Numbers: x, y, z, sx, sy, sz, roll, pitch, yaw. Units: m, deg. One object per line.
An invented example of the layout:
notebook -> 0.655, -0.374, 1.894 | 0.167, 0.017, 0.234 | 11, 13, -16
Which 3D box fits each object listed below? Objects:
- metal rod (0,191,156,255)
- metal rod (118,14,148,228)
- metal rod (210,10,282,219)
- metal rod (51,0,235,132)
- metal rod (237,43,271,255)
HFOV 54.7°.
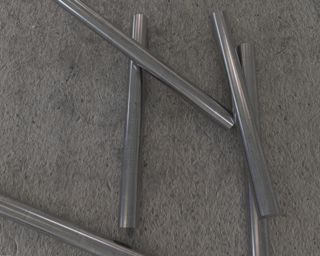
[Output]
metal rod -> -0.128, 0.114, 0.365 | 0.301, 0.025, 0.025 | 20, 71, 7
metal rod -> -0.034, -0.023, 0.416 | 0.025, 0.025, 0.299 | 1, 70, 0
metal rod -> 0.103, -0.037, 0.402 | 0.025, 0.025, 0.299 | -5, 63, -2
metal rod -> -0.024, -0.096, 0.416 | 0.300, 0.025, 0.025 | 37, 74, 2
metal rod -> 0.119, 0.024, 0.400 | 0.025, 0.025, 0.299 | 2, 70, 1
